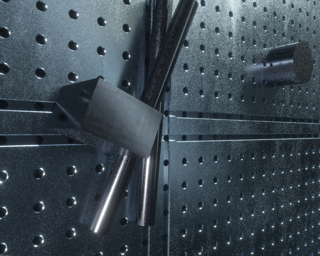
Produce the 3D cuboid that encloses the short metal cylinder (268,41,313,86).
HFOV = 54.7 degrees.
[{"bbox_3d":[0.257,-0.125,0.608,0.081,0.050,0.079,0,90,-40],"label":"short metal cylinder"}]

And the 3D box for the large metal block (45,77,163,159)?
[{"bbox_3d":[-0.058,-0.007,0.324,0.080,0.080,0.050,28,73,-37],"label":"large metal block"}]

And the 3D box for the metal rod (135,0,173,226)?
[{"bbox_3d":[-0.007,-0.027,0.403,0.025,0.025,0.298,8,85,-40],"label":"metal rod"}]

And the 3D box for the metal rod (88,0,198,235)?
[{"bbox_3d":[-0.016,-0.022,0.373,0.025,0.025,0.299,27,80,-37],"label":"metal rod"}]
